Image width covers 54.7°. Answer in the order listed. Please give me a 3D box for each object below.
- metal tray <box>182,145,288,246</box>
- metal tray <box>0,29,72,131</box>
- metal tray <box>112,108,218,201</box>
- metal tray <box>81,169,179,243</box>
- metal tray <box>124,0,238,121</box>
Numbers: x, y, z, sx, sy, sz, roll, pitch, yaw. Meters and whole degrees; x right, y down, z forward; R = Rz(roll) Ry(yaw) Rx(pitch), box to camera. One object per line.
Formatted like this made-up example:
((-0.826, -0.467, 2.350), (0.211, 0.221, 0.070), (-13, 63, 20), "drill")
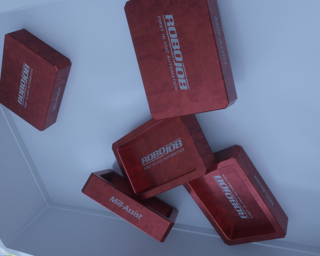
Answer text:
((0.097, 0.093, 0.411), (0.090, 0.030, 0.130), (-26, 105, 37), "metal tray")
((-0.190, -0.067, 0.461), (0.090, 0.030, 0.129), (34, 129, 5), "metal tray")
((0.000, 0.036, 0.404), (0.130, 0.030, 0.090), (-31, 78, 37), "metal tray")
((-0.039, 0.108, 0.452), (0.130, 0.090, 0.030), (30, 91, 8), "metal tray")
((0.021, -0.079, 0.324), (0.090, 0.030, 0.129), (-9, 99, 31), "metal tray")
